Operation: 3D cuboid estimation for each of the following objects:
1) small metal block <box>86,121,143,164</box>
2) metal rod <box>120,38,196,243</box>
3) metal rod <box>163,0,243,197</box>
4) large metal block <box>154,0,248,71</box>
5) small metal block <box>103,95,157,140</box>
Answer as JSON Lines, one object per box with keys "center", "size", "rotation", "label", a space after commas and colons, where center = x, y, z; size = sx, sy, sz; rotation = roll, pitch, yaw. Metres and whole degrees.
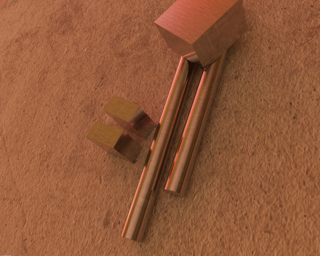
{"center": [-0.059, 0.019, 0.406], "size": [0.050, 0.050, 0.025], "rotation": [17, 71, 34], "label": "small metal block"}
{"center": [0.011, -0.007, 0.401], "size": [0.025, 0.025, 0.300], "rotation": [5, 64, 30], "label": "metal rod"}
{"center": [0.063, -0.057, 0.404], "size": [0.025, 0.025, 0.300], "rotation": [7, 65, 31], "label": "metal rod"}
{"center": [0.054, -0.135, 0.408], "size": [0.080, 0.050, 0.080], "rotation": [-44, 51, -3], "label": "large metal block"}
{"center": [-0.040, -0.014, 0.416], "size": [0.050, 0.050, 0.025], "rotation": [25, 76, 36], "label": "small metal block"}
